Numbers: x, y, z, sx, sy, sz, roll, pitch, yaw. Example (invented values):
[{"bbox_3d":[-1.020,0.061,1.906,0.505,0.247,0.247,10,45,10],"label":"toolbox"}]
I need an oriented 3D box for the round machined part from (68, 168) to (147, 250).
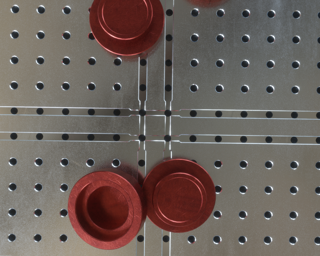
[{"bbox_3d":[-0.063,0.100,0.396,0.098,0.042,0.097,1,93,14],"label":"round machined part"}]

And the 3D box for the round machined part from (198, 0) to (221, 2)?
[{"bbox_3d":[0.068,-0.222,0.406,0.099,0.042,0.097,0,90,-1],"label":"round machined part"}]

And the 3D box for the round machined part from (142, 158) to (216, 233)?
[{"bbox_3d":[0.024,0.089,0.405,0.099,0.042,0.097,0,90,-1],"label":"round machined part"}]

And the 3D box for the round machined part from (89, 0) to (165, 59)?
[{"bbox_3d":[-0.043,-0.144,0.404,0.099,0.042,0.097,0,90,-1],"label":"round machined part"}]
